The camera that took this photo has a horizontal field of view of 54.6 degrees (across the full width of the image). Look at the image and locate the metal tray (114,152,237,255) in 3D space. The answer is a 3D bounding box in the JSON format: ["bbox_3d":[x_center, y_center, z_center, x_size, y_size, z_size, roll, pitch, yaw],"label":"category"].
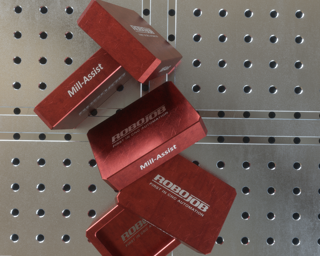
[{"bbox_3d":[0.021,0.086,0.392,0.130,0.030,0.090,32,68,-3],"label":"metal tray"}]

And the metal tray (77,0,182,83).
[{"bbox_3d":[-0.026,-0.100,0.359,0.090,0.130,0.030,43,110,0],"label":"metal tray"}]

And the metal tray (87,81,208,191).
[{"bbox_3d":[-0.019,0.006,0.383,0.130,0.030,0.090,-32,45,0],"label":"metal tray"}]

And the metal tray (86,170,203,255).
[{"bbox_3d":[-0.019,0.128,0.410,0.130,0.030,0.090,-39,90,0],"label":"metal tray"}]

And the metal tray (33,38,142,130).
[{"bbox_3d":[-0.081,-0.052,0.380,0.130,0.090,0.030,-42,90,0],"label":"metal tray"}]
